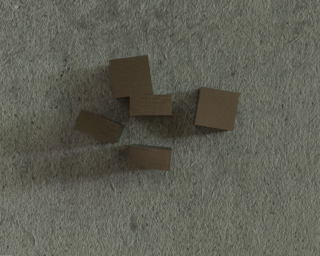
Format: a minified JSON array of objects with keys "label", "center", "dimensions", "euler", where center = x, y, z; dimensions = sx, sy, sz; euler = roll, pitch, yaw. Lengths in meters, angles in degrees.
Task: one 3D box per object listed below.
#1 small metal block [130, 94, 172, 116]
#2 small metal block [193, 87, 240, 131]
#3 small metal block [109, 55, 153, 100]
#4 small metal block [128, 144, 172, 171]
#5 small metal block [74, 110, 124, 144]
[{"label":"small metal block","center":[-0.011,-0.028,0.397],"dimensions":[0.050,0.050,0.025],"euler":[-1,90,0]},{"label":"small metal block","center":[0.074,-0.025,0.410],"dimensions":[0.050,0.025,0.050],"euler":[9,90,0]},{"label":"small metal block","center":[-0.037,-0.066,0.409],"dimensions":[0.050,0.025,0.050],"euler":[-8,90,0]},{"label":"small metal block","center":[-0.012,0.037,0.397],"dimensions":[0.050,0.050,0.025],"euler":[6,90,0]},{"label":"small metal block","center":[-0.076,-0.002,0.397],"dimensions":[0.050,0.050,0.025],"euler":[21,90,0]}]
